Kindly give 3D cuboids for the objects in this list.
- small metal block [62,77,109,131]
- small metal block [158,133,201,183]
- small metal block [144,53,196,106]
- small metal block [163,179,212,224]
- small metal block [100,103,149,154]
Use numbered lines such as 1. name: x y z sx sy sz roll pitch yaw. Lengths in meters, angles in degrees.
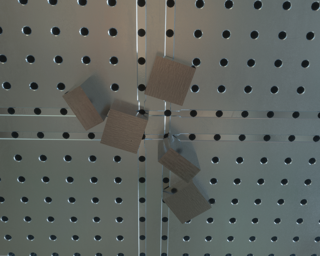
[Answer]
1. small metal block: -0.090 -0.031 0.387 0.025 0.050 0.050 -28 108 9
2. small metal block: 0.025 0.039 0.415 0.050 0.050 0.025 37 106 -13
3. small metal block: 0.012 -0.061 0.391 0.050 0.025 0.050 17 109 -7
4. small metal block: 0.039 0.104 0.452 0.050 0.025 0.050 -33 107 11
5. small metal block: -0.047 0.001 0.413 0.050 0.025 0.050 17 109 -7
